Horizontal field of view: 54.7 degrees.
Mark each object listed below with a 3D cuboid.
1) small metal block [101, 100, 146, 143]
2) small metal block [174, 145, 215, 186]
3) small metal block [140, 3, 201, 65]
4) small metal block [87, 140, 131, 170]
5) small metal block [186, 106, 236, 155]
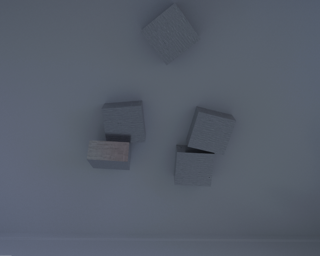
[{"bbox_3d":[-0.046,-0.007,0.408,0.050,0.025,0.050,-4,110,1],"label":"small metal block"},{"bbox_3d":[0.047,0.052,0.431,0.050,0.025,0.050,3,110,-1],"label":"small metal block"},{"bbox_3d":[0.012,-0.112,0.370,0.050,0.025,0.050,-36,106,12],"label":"small metal block"},{"bbox_3d":[-0.065,0.037,0.409,0.050,0.050,0.025,3,70,-2],"label":"small metal block"},{"bbox_3d":[0.067,0.003,0.413,0.050,0.025,0.050,14,110,-5],"label":"small metal block"}]
